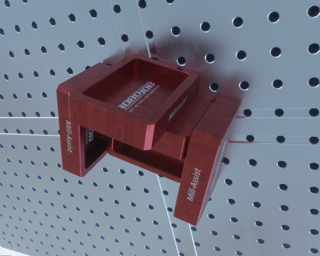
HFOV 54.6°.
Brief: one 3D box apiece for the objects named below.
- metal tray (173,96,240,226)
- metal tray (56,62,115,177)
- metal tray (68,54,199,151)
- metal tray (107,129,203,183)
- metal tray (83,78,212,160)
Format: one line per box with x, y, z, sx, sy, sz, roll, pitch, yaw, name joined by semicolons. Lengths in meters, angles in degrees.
0.055;0.039;0.364;0.030;0.090;0.129;20;126;17;metal tray
-0.091;-0.011;0.411;0.030;0.090;0.129;20;126;16;metal tray
-0.022;-0.036;0.332;0.090;0.131;0.030;20;127;16;metal tray
-0.008;0.016;0.422;0.130;0.030;0.089;20;126;16;metal tray
-0.014;-0.020;0.364;0.130;0.090;0.030;20;126;16;metal tray
